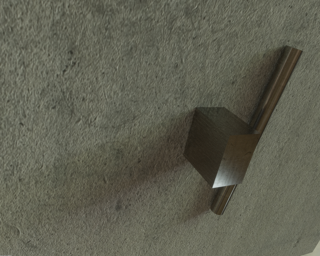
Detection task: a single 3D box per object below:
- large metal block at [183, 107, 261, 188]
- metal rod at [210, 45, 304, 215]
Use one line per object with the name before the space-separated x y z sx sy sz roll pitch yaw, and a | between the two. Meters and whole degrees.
large metal block | 0.082 0.024 0.431 0.050 0.080 0.079 -2 120 -27
metal rod | 0.147 0.017 0.497 0.025 0.025 0.298 5 116 -31
